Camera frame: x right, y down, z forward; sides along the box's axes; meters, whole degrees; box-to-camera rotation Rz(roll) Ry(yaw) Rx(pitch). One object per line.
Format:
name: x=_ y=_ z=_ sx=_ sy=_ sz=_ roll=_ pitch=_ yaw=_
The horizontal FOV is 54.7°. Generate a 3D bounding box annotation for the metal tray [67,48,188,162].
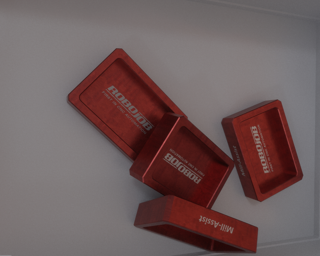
metal tray: x=-0.039 y=-0.023 z=0.393 sx=0.130 sy=0.030 sz=0.090 roll=45 pitch=76 yaw=-15

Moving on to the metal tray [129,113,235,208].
metal tray: x=0.034 y=0.051 z=0.397 sx=0.130 sy=0.030 sz=0.090 roll=39 pitch=77 yaw=-36

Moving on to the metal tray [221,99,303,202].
metal tray: x=0.155 y=0.032 z=0.464 sx=0.091 sy=0.030 sz=0.129 roll=-22 pitch=98 yaw=-19

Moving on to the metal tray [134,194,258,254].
metal tray: x=0.044 y=0.125 z=0.389 sx=0.131 sy=0.090 sz=0.030 roll=25 pitch=61 yaw=-19
